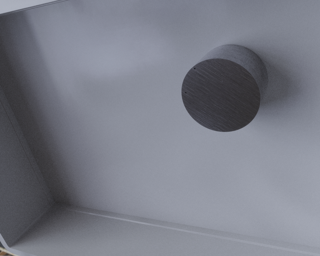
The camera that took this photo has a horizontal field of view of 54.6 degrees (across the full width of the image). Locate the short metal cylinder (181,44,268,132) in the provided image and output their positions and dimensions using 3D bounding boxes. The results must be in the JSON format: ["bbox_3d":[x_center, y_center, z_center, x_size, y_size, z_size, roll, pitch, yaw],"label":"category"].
[{"bbox_3d":[0.070,-0.043,0.330,0.080,0.050,0.080,13,124,21],"label":"short metal cylinder"}]
